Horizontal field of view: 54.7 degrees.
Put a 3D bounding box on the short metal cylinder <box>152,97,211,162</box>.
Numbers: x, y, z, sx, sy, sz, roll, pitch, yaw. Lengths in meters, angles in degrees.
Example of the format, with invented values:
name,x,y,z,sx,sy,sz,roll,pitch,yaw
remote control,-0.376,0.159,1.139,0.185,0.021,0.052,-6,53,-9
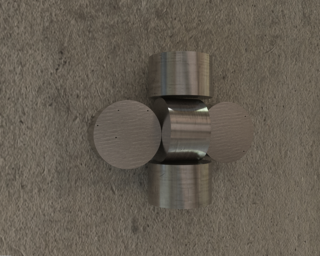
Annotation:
name,x,y,z,sx,sy,sz,roll,pitch,yaw
short metal cylinder,0.022,0.002,0.390,0.050,0.080,0.080,1,90,-20

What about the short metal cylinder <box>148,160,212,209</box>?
name,x,y,z,sx,sy,sz,roll,pitch,yaw
short metal cylinder,0.025,0.067,0.391,0.081,0.080,0.050,0,90,-20

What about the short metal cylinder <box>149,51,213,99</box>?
name,x,y,z,sx,sy,sz,roll,pitch,yaw
short metal cylinder,0.026,-0.063,0.391,0.081,0.080,0.050,0,90,-20

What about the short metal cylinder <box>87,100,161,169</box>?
name,x,y,z,sx,sy,sz,roll,pitch,yaw
short metal cylinder,-0.045,0.008,0.380,0.081,0.050,0.080,0,90,-21

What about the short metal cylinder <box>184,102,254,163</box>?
name,x,y,z,sx,sy,sz,roll,pitch,yaw
short metal cylinder,0.079,0.005,0.426,0.081,0.050,0.080,0,91,-20
